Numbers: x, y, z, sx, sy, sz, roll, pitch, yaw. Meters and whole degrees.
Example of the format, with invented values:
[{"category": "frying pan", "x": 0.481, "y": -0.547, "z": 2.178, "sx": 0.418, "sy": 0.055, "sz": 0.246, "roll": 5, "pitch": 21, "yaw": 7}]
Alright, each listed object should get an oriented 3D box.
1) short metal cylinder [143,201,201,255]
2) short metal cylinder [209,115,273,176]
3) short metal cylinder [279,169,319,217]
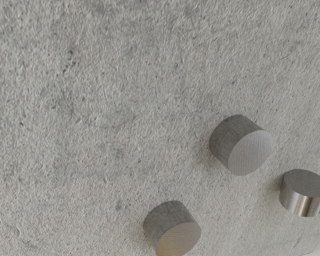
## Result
[{"category": "short metal cylinder", "x": 0.020, "y": 0.166, "z": 0.504, "sx": 0.081, "sy": 0.050, "sz": 0.079, "roll": -14, "pitch": 124, "yaw": -21}, {"category": "short metal cylinder", "x": 0.123, "y": 0.026, "z": 0.474, "sx": 0.081, "sy": 0.050, "sz": 0.079, "roll": -14, "pitch": 124, "yaw": -21}, {"category": "short metal cylinder", "x": 0.277, "y": 0.124, "z": 0.599, "sx": 0.081, "sy": 0.080, "sz": 0.050, "roll": -13, "pitch": 124, "yaw": -21}]
